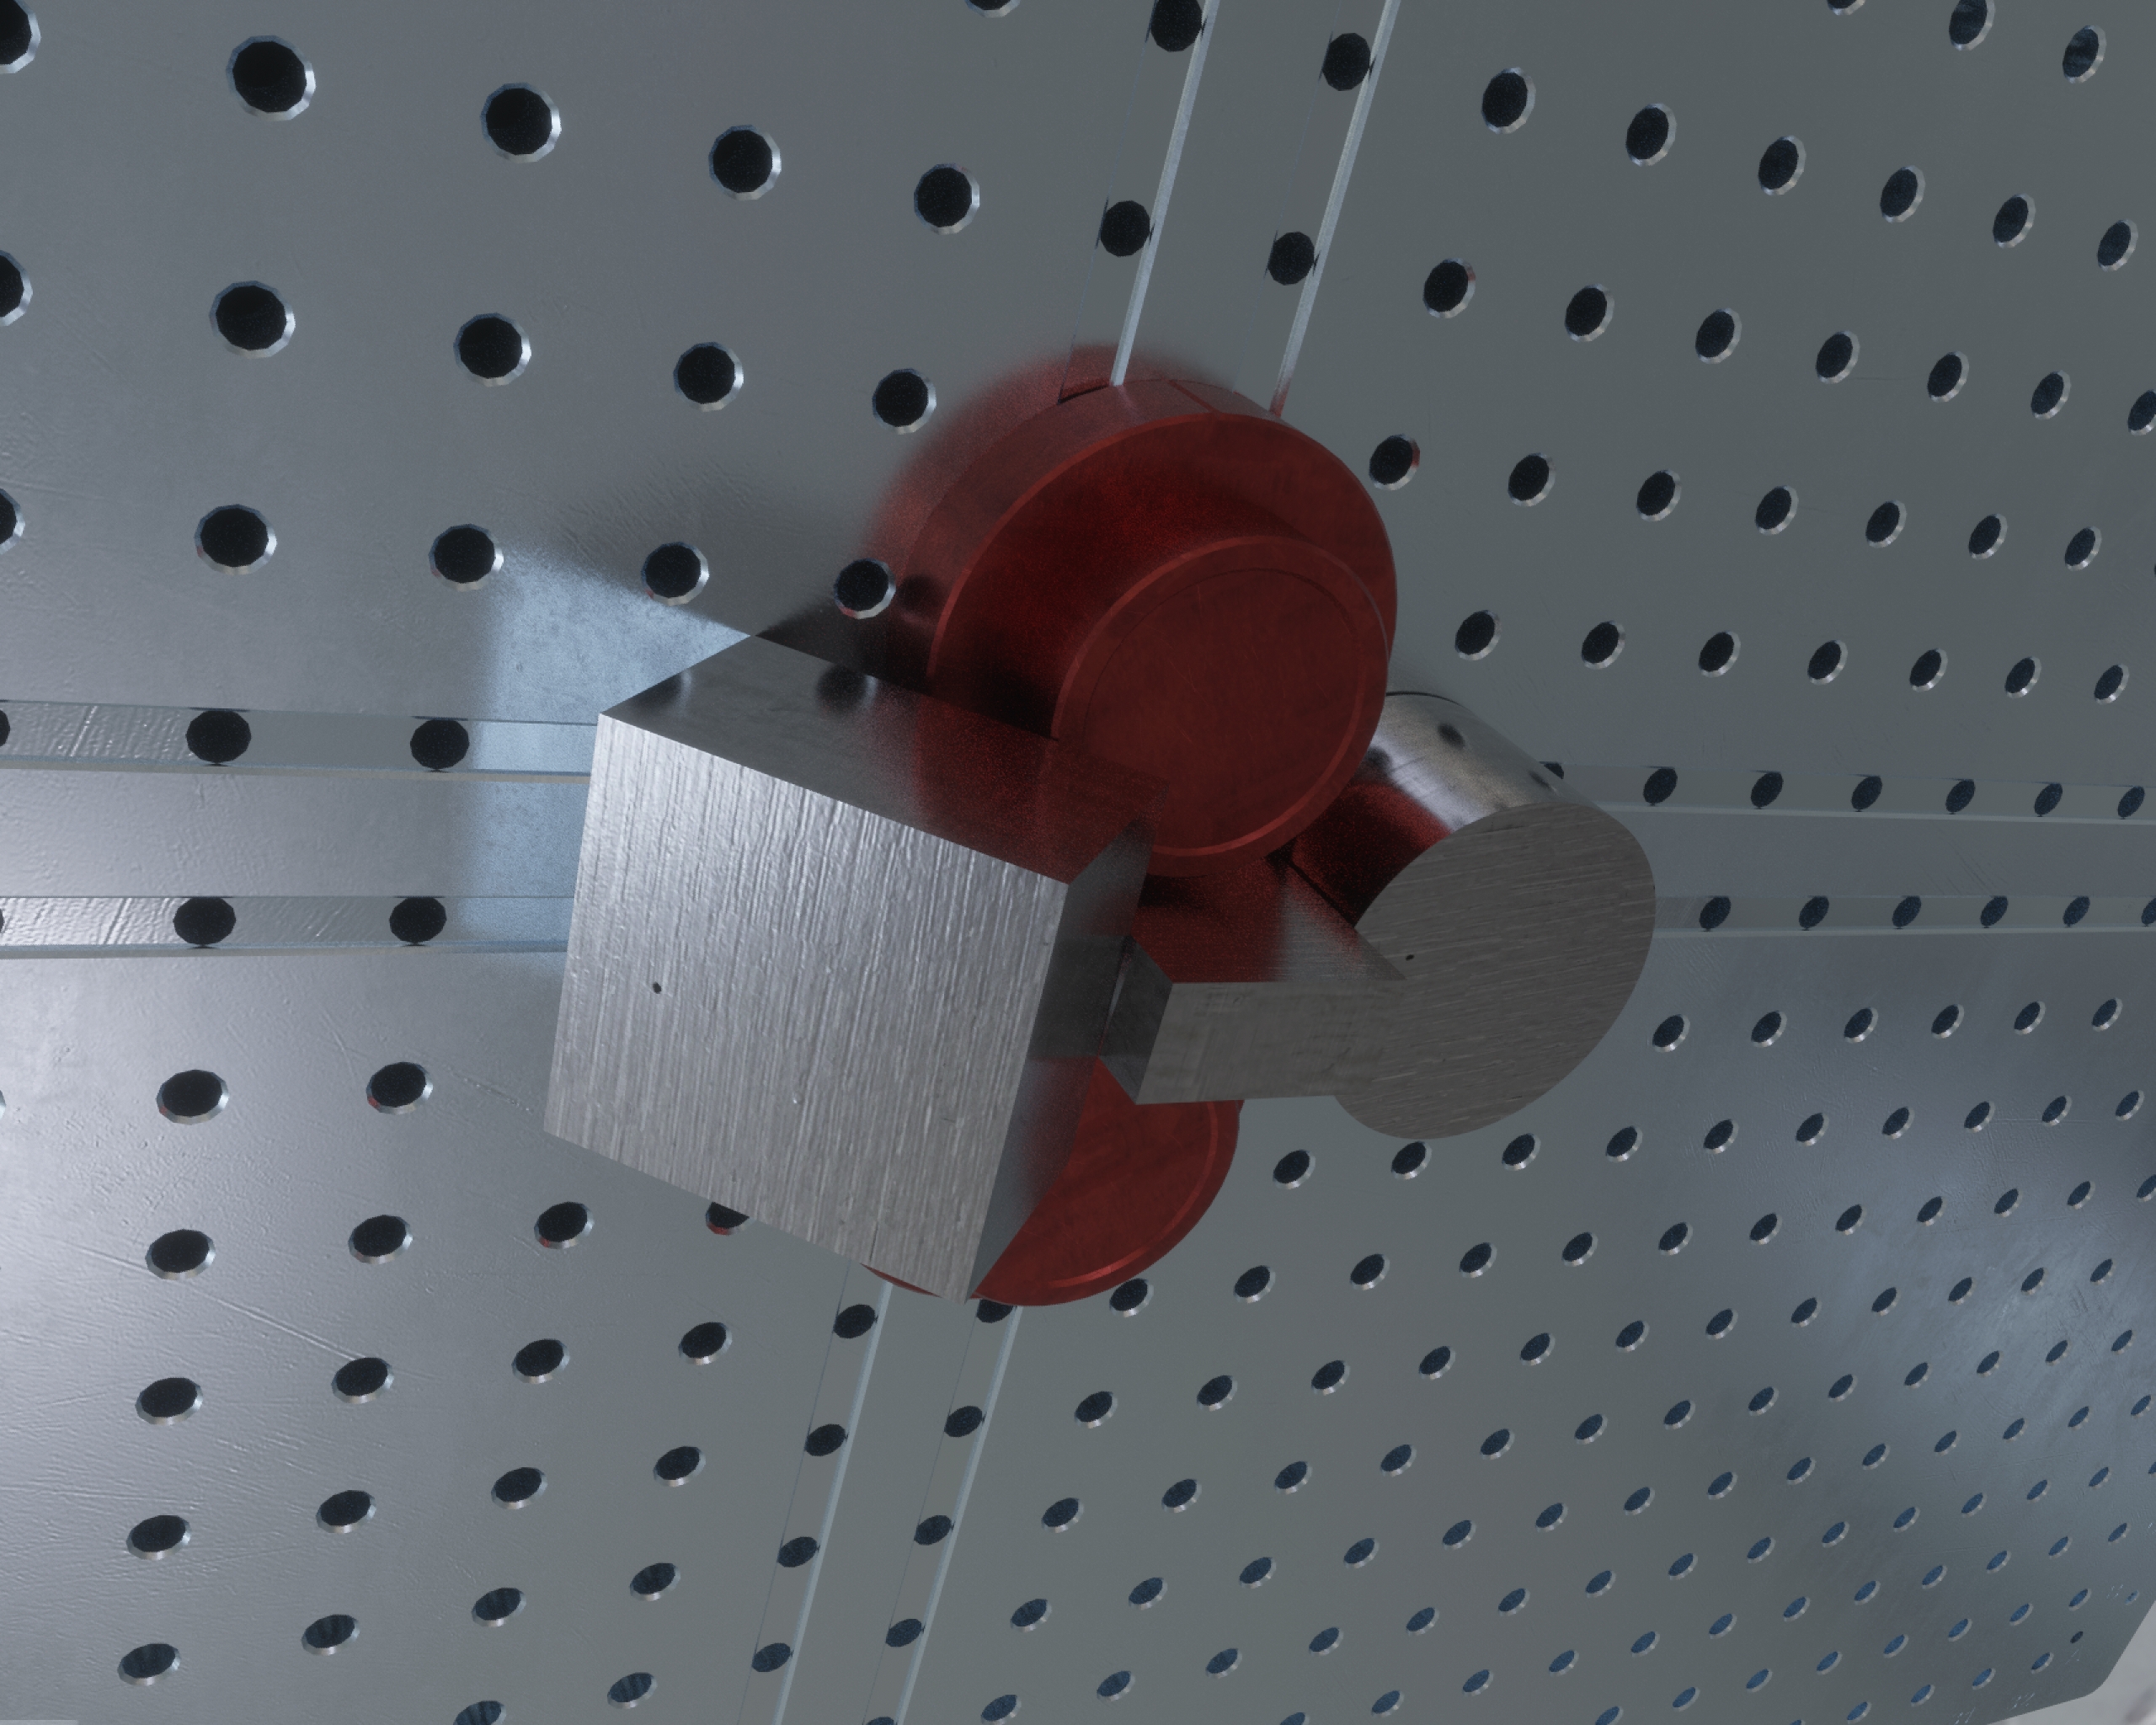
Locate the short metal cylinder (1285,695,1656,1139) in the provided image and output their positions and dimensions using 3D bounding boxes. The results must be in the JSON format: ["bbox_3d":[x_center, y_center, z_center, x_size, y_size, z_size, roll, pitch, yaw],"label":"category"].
[{"bbox_3d":[0.073,0.011,0.440,0.081,0.050,0.079,-14,124,-21],"label":"short metal cylinder"}]

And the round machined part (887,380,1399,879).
[{"bbox_3d":[0.018,-0.036,0.388,0.099,0.042,0.097,-14,124,-21],"label":"round machined part"}]

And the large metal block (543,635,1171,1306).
[{"bbox_3d":[-0.038,0.016,0.357,0.050,0.080,0.079,-46,153,-61],"label":"large metal block"}]

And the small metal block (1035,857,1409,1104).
[{"bbox_3d":[0.025,0.020,0.392,0.050,0.050,0.025,1,118,-29],"label":"small metal block"}]

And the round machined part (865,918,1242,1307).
[{"bbox_3d":[-0.006,0.052,0.429,0.099,0.042,0.097,-14,124,-21],"label":"round machined part"}]
